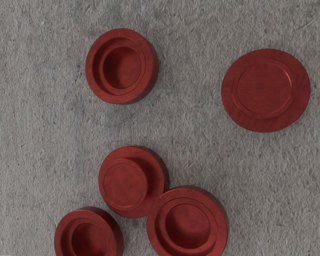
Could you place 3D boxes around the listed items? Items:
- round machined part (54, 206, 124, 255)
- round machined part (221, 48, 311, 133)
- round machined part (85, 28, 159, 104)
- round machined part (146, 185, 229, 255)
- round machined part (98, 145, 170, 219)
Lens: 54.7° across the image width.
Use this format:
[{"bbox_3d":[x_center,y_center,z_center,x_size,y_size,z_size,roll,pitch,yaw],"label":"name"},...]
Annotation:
[{"bbox_3d":[-0.094,0.158,0.433,0.098,0.042,0.097,0,90,20],"label":"round machined part"},{"bbox_3d":[0.120,-0.043,0.357,0.098,0.042,0.097,0,90,20],"label":"round machined part"},{"bbox_3d":[-0.047,-0.079,0.416,0.098,0.042,0.097,0,90,20],"label":"round machined part"},{"bbox_3d":[0.036,0.119,0.386,0.098,0.042,0.097,0,91,17],"label":"round machined part"},{"bbox_3d":[-0.040,0.073,0.414,0.098,0.042,0.097,0,90,20],"label":"round machined part"}]
